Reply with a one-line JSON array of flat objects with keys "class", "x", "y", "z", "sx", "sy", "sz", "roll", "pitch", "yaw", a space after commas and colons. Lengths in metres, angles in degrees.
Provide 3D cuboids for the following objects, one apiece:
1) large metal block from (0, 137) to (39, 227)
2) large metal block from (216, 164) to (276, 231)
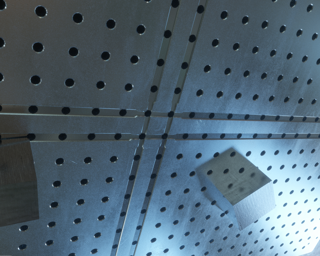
[{"class": "large metal block", "x": -0.172, "y": 0.055, "z": 0.316, "sx": 0.081, "sy": 0.080, "sz": 0.050, "roll": -6, "pitch": 121, "yaw": -26}, {"class": "large metal block", "x": 0.155, "y": 0.124, "z": 0.556, "sx": 0.080, "sy": 0.050, "sz": 0.080, "roll": -30, "pitch": 129, "yaw": -9}]
